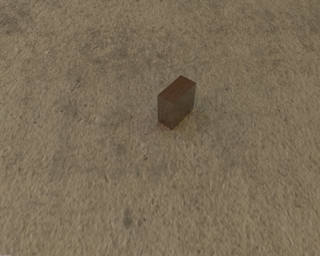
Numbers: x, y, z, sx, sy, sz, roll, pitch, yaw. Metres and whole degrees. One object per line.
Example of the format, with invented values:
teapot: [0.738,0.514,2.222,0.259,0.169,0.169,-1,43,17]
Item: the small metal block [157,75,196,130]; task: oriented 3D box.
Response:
small metal block: [0.022,-0.034,0.416,0.025,0.050,0.050,31,57,24]
